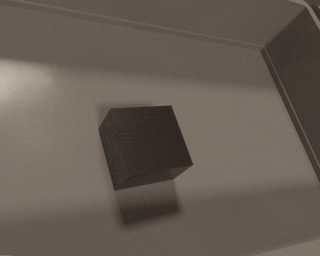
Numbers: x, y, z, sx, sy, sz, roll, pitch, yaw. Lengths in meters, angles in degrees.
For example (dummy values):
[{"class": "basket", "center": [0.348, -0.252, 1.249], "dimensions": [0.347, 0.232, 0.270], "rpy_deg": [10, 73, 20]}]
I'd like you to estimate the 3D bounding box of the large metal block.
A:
[{"class": "large metal block", "center": [-0.019, 0.022, 0.368], "dimensions": [0.081, 0.050, 0.080], "rpy_deg": [-5, 64, -31]}]
